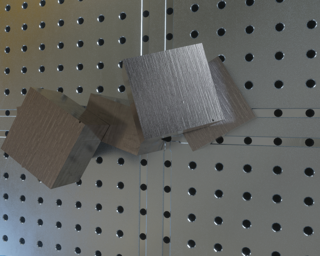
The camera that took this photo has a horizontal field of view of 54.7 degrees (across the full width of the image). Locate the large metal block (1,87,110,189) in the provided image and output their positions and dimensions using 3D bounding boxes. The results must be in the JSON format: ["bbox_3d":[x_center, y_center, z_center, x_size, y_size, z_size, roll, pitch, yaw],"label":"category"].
[{"bbox_3d":[-0.119,0.010,0.354,0.080,0.050,0.080,33,100,17],"label":"large metal block"}]

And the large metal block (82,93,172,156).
[{"bbox_3d":[-0.040,-0.005,0.396,0.080,0.080,0.050,20,97,18],"label":"large metal block"}]

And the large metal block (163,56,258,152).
[{"bbox_3d":[0.060,-0.027,0.377,0.080,0.050,0.080,-32,80,17],"label":"large metal block"}]

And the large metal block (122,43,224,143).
[{"bbox_3d":[0.010,-0.034,0.322,0.081,0.050,0.080,-14,85,-10],"label":"large metal block"}]

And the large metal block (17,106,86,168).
[{"bbox_3d":[-0.146,0.009,0.433,0.050,0.080,0.080,-7,88,19],"label":"large metal block"}]
